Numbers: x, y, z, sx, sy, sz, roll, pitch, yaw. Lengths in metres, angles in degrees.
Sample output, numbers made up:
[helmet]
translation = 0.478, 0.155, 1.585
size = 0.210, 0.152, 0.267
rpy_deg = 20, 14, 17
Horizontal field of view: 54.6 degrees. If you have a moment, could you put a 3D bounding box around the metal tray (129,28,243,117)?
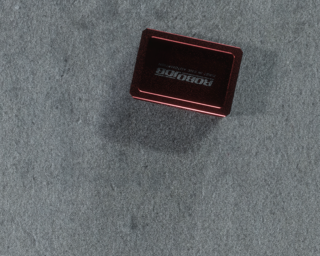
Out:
[metal tray]
translation = 0.033, -0.071, 0.407
size = 0.131, 0.030, 0.090
rpy_deg = 12, 90, 0
